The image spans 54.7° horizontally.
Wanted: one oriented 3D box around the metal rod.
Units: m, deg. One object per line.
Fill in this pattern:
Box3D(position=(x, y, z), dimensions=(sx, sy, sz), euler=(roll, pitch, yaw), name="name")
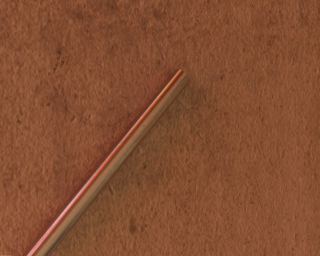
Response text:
Box3D(position=(-0.060, 0.043, 0.387), dimensions=(0.025, 0.025, 0.300), euler=(42, 76, -16), name="metal rod")
